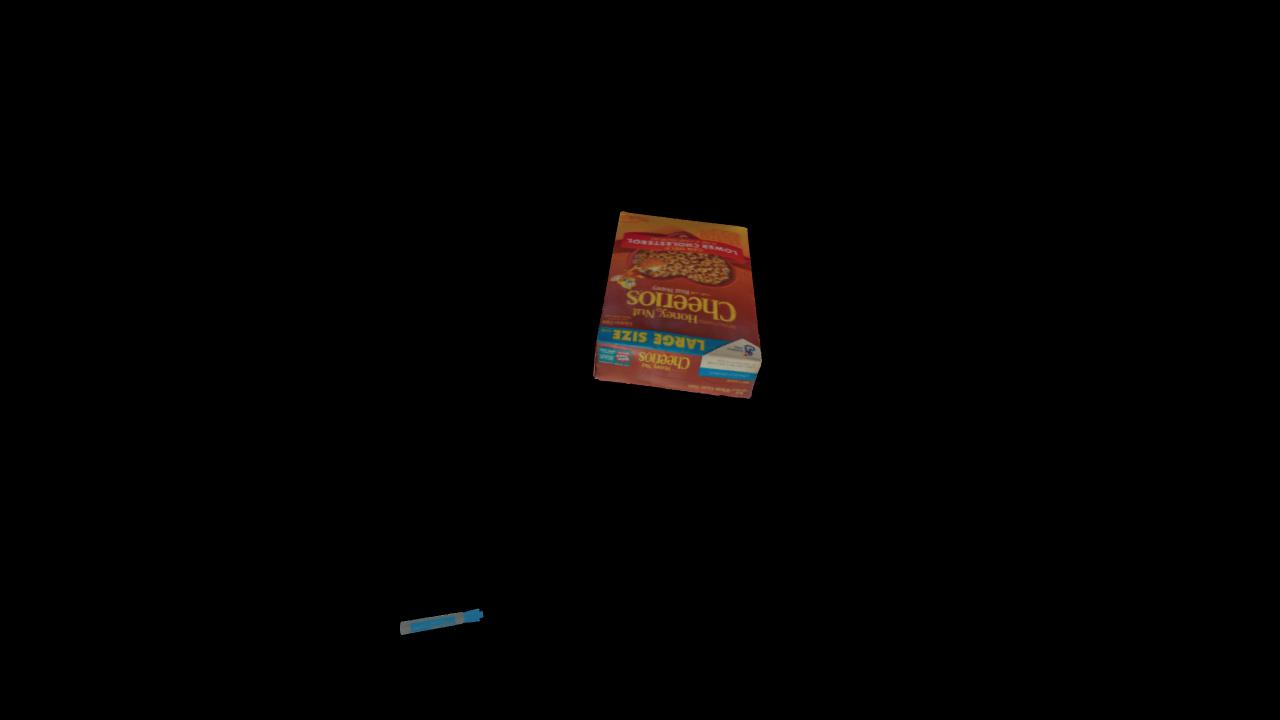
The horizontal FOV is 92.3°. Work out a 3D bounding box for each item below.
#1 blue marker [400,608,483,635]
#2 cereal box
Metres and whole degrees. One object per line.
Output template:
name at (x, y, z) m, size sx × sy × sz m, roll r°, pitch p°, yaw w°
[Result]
blue marker at (-0.303, 0.401, 0.943) m, size 0.121 × 0.020 × 0.020 m, roll -5°, pitch 1°, yaw -14°
cereal box at (0.054, -0.088, 0.854) m, size 0.203 × 0.081 × 0.306 m, roll 7°, pitch 43°, yaw -1°
